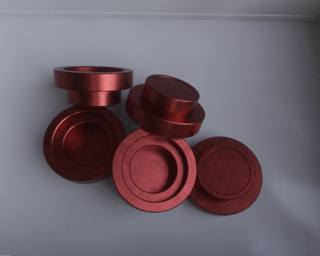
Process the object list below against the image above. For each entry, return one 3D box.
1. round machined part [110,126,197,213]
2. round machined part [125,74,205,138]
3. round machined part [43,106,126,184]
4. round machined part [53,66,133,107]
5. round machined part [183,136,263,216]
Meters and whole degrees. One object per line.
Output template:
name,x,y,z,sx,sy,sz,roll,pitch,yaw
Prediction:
round machined part,-0.010,0.050,0.368,0.099,0.042,0.098,3,76,-13
round machined part,0.010,-0.033,0.382,0.099,0.042,0.098,15,30,-8
round machined part,-0.090,0.022,0.389,0.099,0.042,0.098,0,70,-1
round machined part,-0.084,-0.054,0.399,0.099,0.098,0.042,3,106,0
round machined part,0.077,0.056,0.379,0.099,0.042,0.098,0,70,-1
